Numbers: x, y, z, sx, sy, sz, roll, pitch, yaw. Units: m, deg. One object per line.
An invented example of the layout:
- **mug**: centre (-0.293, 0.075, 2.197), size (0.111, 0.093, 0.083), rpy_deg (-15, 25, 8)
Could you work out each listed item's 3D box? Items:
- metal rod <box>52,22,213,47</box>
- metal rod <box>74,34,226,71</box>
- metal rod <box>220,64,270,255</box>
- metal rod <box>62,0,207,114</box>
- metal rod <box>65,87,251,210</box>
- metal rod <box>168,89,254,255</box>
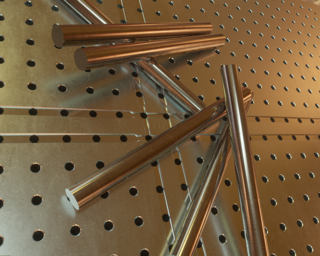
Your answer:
- **metal rod**: centre (-0.016, -0.142, 0.458), size (0.302, 0.025, 0.025), rpy_deg (-21, 73, -44)
- **metal rod**: centre (0.009, -0.118, 0.456), size (0.302, 0.025, 0.025), rpy_deg (-22, 74, -45)
- **metal rod**: centre (0.109, 0.057, 0.398), size (0.025, 0.025, 0.299), rpy_deg (5, 70, -26)
- **metal rod**: centre (-0.052, -0.124, 0.455), size (0.300, 0.025, 0.025), rpy_deg (42, 51, 0)
- **metal rod**: centre (0.021, 0.010, 0.398), size (0.302, 0.025, 0.025), rpy_deg (-30, 78, -33)
- **metal rod**: centre (0.082, 0.043, 0.425), size (0.025, 0.025, 0.301), rpy_deg (36, 51, -5)
